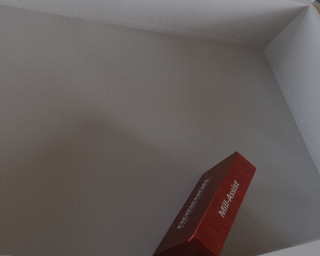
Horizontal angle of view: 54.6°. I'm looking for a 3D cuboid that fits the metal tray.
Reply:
[{"bbox_3d":[0.051,0.093,0.349,0.030,0.090,0.131,41,49,-1],"label":"metal tray"}]
